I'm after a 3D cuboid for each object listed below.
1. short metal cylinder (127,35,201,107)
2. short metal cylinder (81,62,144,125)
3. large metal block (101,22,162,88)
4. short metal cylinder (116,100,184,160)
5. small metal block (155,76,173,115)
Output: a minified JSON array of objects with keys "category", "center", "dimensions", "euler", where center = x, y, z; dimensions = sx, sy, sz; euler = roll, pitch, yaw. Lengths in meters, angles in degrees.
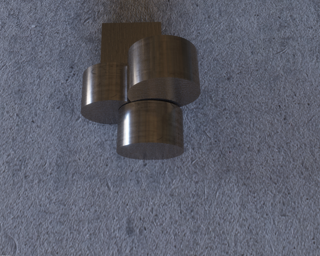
[{"category":"short metal cylinder","center":[0.003,-0.060,0.350],"dimensions":[0.081,0.080,0.050],"euler":[-2,70,-1]},{"category":"short metal cylinder","center":[-0.058,-0.041,0.396],"dimensions":[0.081,0.080,0.050],"euler":[-2,70,-1]},{"category":"large metal block","center":[-0.038,-0.098,0.433],"dimensions":[0.081,0.050,0.080],"euler":[-2,70,-1]},{"category":"short metal cylinder","center":[-0.012,0.005,0.379],"dimensions":[0.081,0.080,0.050],"euler":[0,70,0]},{"category":"small metal block","center":[0.007,-0.036,0.412],"dimensions":[0.025,0.050,0.050],"euler":[1,70,0]}]
